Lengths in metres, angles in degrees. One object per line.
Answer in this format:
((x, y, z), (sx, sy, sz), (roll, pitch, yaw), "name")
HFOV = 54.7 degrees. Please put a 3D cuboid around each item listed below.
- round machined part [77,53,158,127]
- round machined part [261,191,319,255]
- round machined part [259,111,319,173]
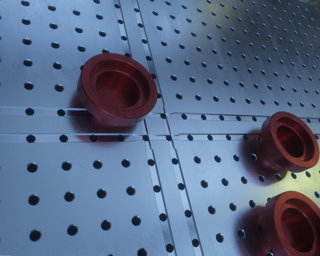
((-0.056, -0.044, 0.395), (0.099, 0.042, 0.098), (14, 56, -21), "round machined part")
((0.175, 0.137, 0.410), (0.099, 0.042, 0.098), (14, 56, -21), "round machined part")
((0.199, 0.026, 0.492), (0.099, 0.042, 0.098), (14, 56, -21), "round machined part")
